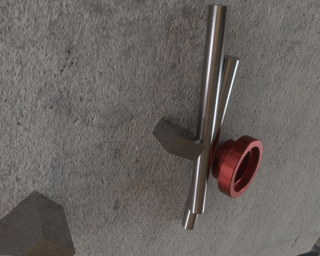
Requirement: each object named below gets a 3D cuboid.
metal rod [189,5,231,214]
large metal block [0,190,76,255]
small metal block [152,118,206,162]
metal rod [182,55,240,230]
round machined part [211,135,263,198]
[{"bbox_3d":[0.064,-0.008,0.422,0.025,0.025,0.298,-10,118,-24],"label":"metal rod"},{"bbox_3d":[-0.157,0.137,0.371,0.080,0.080,0.050,-41,130,-1],"label":"large metal block"},{"bbox_3d":[0.025,0.016,0.416,0.050,0.050,0.025,22,107,-36],"label":"small metal block"},{"bbox_3d":[0.071,0.039,0.471,0.025,0.025,0.298,-6,121,-26],"label":"metal rod"},{"bbox_3d":[0.117,0.056,0.482,0.099,0.042,0.097,-29,131,-40],"label":"round machined part"}]
